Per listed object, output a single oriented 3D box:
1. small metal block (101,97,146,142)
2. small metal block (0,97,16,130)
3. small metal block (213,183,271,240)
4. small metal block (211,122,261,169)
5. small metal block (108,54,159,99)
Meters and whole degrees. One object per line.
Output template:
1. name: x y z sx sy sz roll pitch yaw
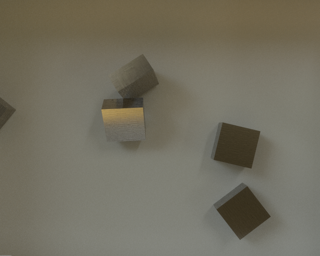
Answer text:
1. small metal block: -0.045 -0.010 0.399 0.050 0.025 0.050 -3 125 0
2. small metal block: -0.232 -0.021 0.409 0.050 0.025 0.050 39 90 0
3. small metal block: 0.108 0.110 0.412 0.050 0.025 0.050 -37 90 0
4. small metal block: 0.100 0.023 0.412 0.050 0.025 0.050 13 90 0
5. small metal block: -0.032 -0.062 0.396 0.050 0.050 0.025 -32 76 0
